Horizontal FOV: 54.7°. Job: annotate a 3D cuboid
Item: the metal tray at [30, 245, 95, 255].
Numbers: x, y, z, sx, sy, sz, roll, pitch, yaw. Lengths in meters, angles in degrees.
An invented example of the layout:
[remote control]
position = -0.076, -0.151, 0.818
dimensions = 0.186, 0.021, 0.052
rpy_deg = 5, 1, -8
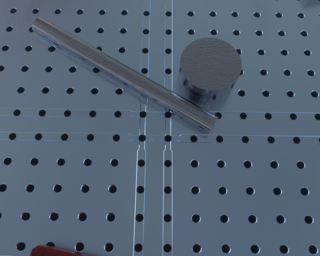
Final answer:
[metal tray]
position = -0.086, 0.188, 0.339
dimensions = 0.131, 0.030, 0.090
rpy_deg = 11, 70, 3

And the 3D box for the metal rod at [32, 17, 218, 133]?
[metal rod]
position = -0.056, -0.079, 0.440
dimensions = 0.301, 0.025, 0.025
rpy_deg = 31, 73, 10

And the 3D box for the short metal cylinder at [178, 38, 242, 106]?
[short metal cylinder]
position = 0.066, -0.076, 0.427
dimensions = 0.081, 0.050, 0.080
rpy_deg = 0, 70, -1
